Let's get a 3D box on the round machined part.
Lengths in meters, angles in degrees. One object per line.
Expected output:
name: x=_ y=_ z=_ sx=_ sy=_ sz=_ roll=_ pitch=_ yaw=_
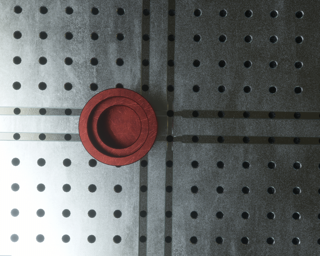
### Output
round machined part: x=-0.052 y=-0.002 z=0.405 sx=0.099 sy=0.042 sz=0.097 roll=0 pitch=90 yaw=0
